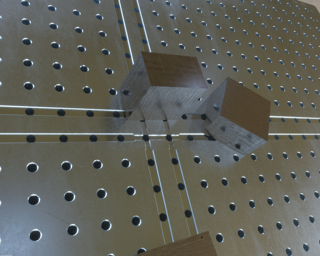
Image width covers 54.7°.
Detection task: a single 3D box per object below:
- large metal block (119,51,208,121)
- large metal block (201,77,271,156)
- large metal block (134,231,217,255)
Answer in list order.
[{"bbox_3d":[0.002,-0.051,0.407,0.081,0.080,0.050,-2,63,-29],"label":"large metal block"},{"bbox_3d":[0.116,-0.017,0.467,0.080,0.050,0.080,28,52,-11],"label":"large metal block"},{"bbox_3d":[0.018,0.157,0.307,0.081,0.050,0.080,-5,65,-31],"label":"large metal block"}]
